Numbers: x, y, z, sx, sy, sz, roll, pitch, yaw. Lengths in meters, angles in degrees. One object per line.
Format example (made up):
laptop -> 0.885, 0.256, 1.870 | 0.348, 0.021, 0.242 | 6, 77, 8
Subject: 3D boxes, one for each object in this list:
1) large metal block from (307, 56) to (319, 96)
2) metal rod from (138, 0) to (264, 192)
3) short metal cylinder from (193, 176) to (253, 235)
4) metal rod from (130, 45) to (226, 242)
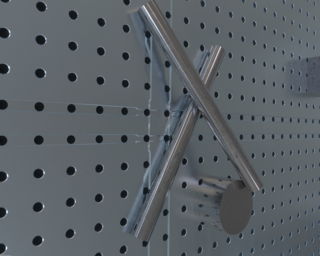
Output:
large metal block -> 0.383, -0.118, 0.713 | 0.081, 0.050, 0.080 | 4, 88, -40
metal rod -> 0.063, -0.035, 0.428 | 0.025, 0.025, 0.299 | -41, 105, -32
short metal cylinder -> 0.097, 0.116, 0.475 | 0.081, 0.050, 0.080 | 0, 90, -40
metal rod -> 0.032, 0.009, 0.435 | 0.025, 0.025, 0.300 | 37, 67, -34
